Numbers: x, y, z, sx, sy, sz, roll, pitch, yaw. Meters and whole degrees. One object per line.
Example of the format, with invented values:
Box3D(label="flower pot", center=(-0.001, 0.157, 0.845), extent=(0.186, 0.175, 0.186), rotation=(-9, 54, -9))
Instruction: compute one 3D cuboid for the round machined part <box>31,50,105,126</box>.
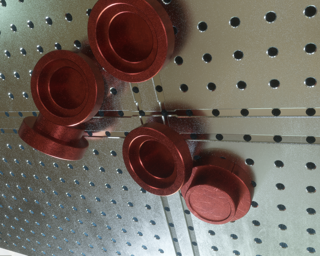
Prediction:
Box3D(label="round machined part", center=(-0.118, -0.054, 0.414), extent=(0.098, 0.042, 0.097), rotation=(3, 101, 17))

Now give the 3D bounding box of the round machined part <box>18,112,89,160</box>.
Box3D(label="round machined part", center=(-0.149, 0.005, 0.453), extent=(0.098, 0.098, 0.042), rotation=(29, 98, 9))

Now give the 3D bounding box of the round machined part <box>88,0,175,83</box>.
Box3D(label="round machined part", center=(-0.029, -0.104, 0.350), extent=(0.098, 0.042, 0.097), rotation=(13, 124, 20))

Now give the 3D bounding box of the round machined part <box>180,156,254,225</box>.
Box3D(label="round machined part", center=(0.073, 0.090, 0.417), extent=(0.098, 0.042, 0.097), rotation=(13, 124, 20))

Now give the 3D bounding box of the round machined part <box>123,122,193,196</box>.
Box3D(label="round machined part", center=(0.001, 0.038, 0.414), extent=(0.098, 0.042, 0.097), rotation=(15, 118, 30))
